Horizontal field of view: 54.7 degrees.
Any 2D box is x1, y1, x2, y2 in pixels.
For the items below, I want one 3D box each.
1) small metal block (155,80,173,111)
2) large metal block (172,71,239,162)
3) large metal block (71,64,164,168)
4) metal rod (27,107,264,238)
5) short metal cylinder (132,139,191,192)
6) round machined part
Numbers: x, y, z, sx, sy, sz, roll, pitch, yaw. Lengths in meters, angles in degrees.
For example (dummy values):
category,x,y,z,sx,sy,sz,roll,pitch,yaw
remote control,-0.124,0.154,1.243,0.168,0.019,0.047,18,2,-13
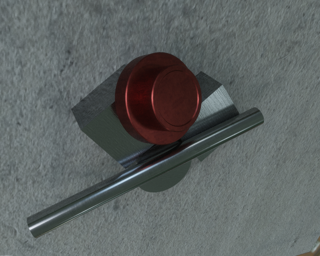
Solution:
category,x,y,z,sx,sy,sz,roll,pitch,yaw
small metal block,0.011,-0.054,0.381,0.050,0.025,0.050,-40,130,-1
large metal block,0.055,-0.015,0.415,0.080,0.050,0.080,-41,130,0
large metal block,-0.041,-0.012,0.362,0.080,0.050,0.080,-41,130,-1
metal rod,-0.005,0.046,0.370,0.302,0.025,0.025,-25,128,-13
short metal cylinder,-0.005,0.039,0.414,0.081,0.050,0.079,-14,125,-21
round machined part,0.006,-0.030,0.326,0.099,0.042,0.097,-3,94,-40
